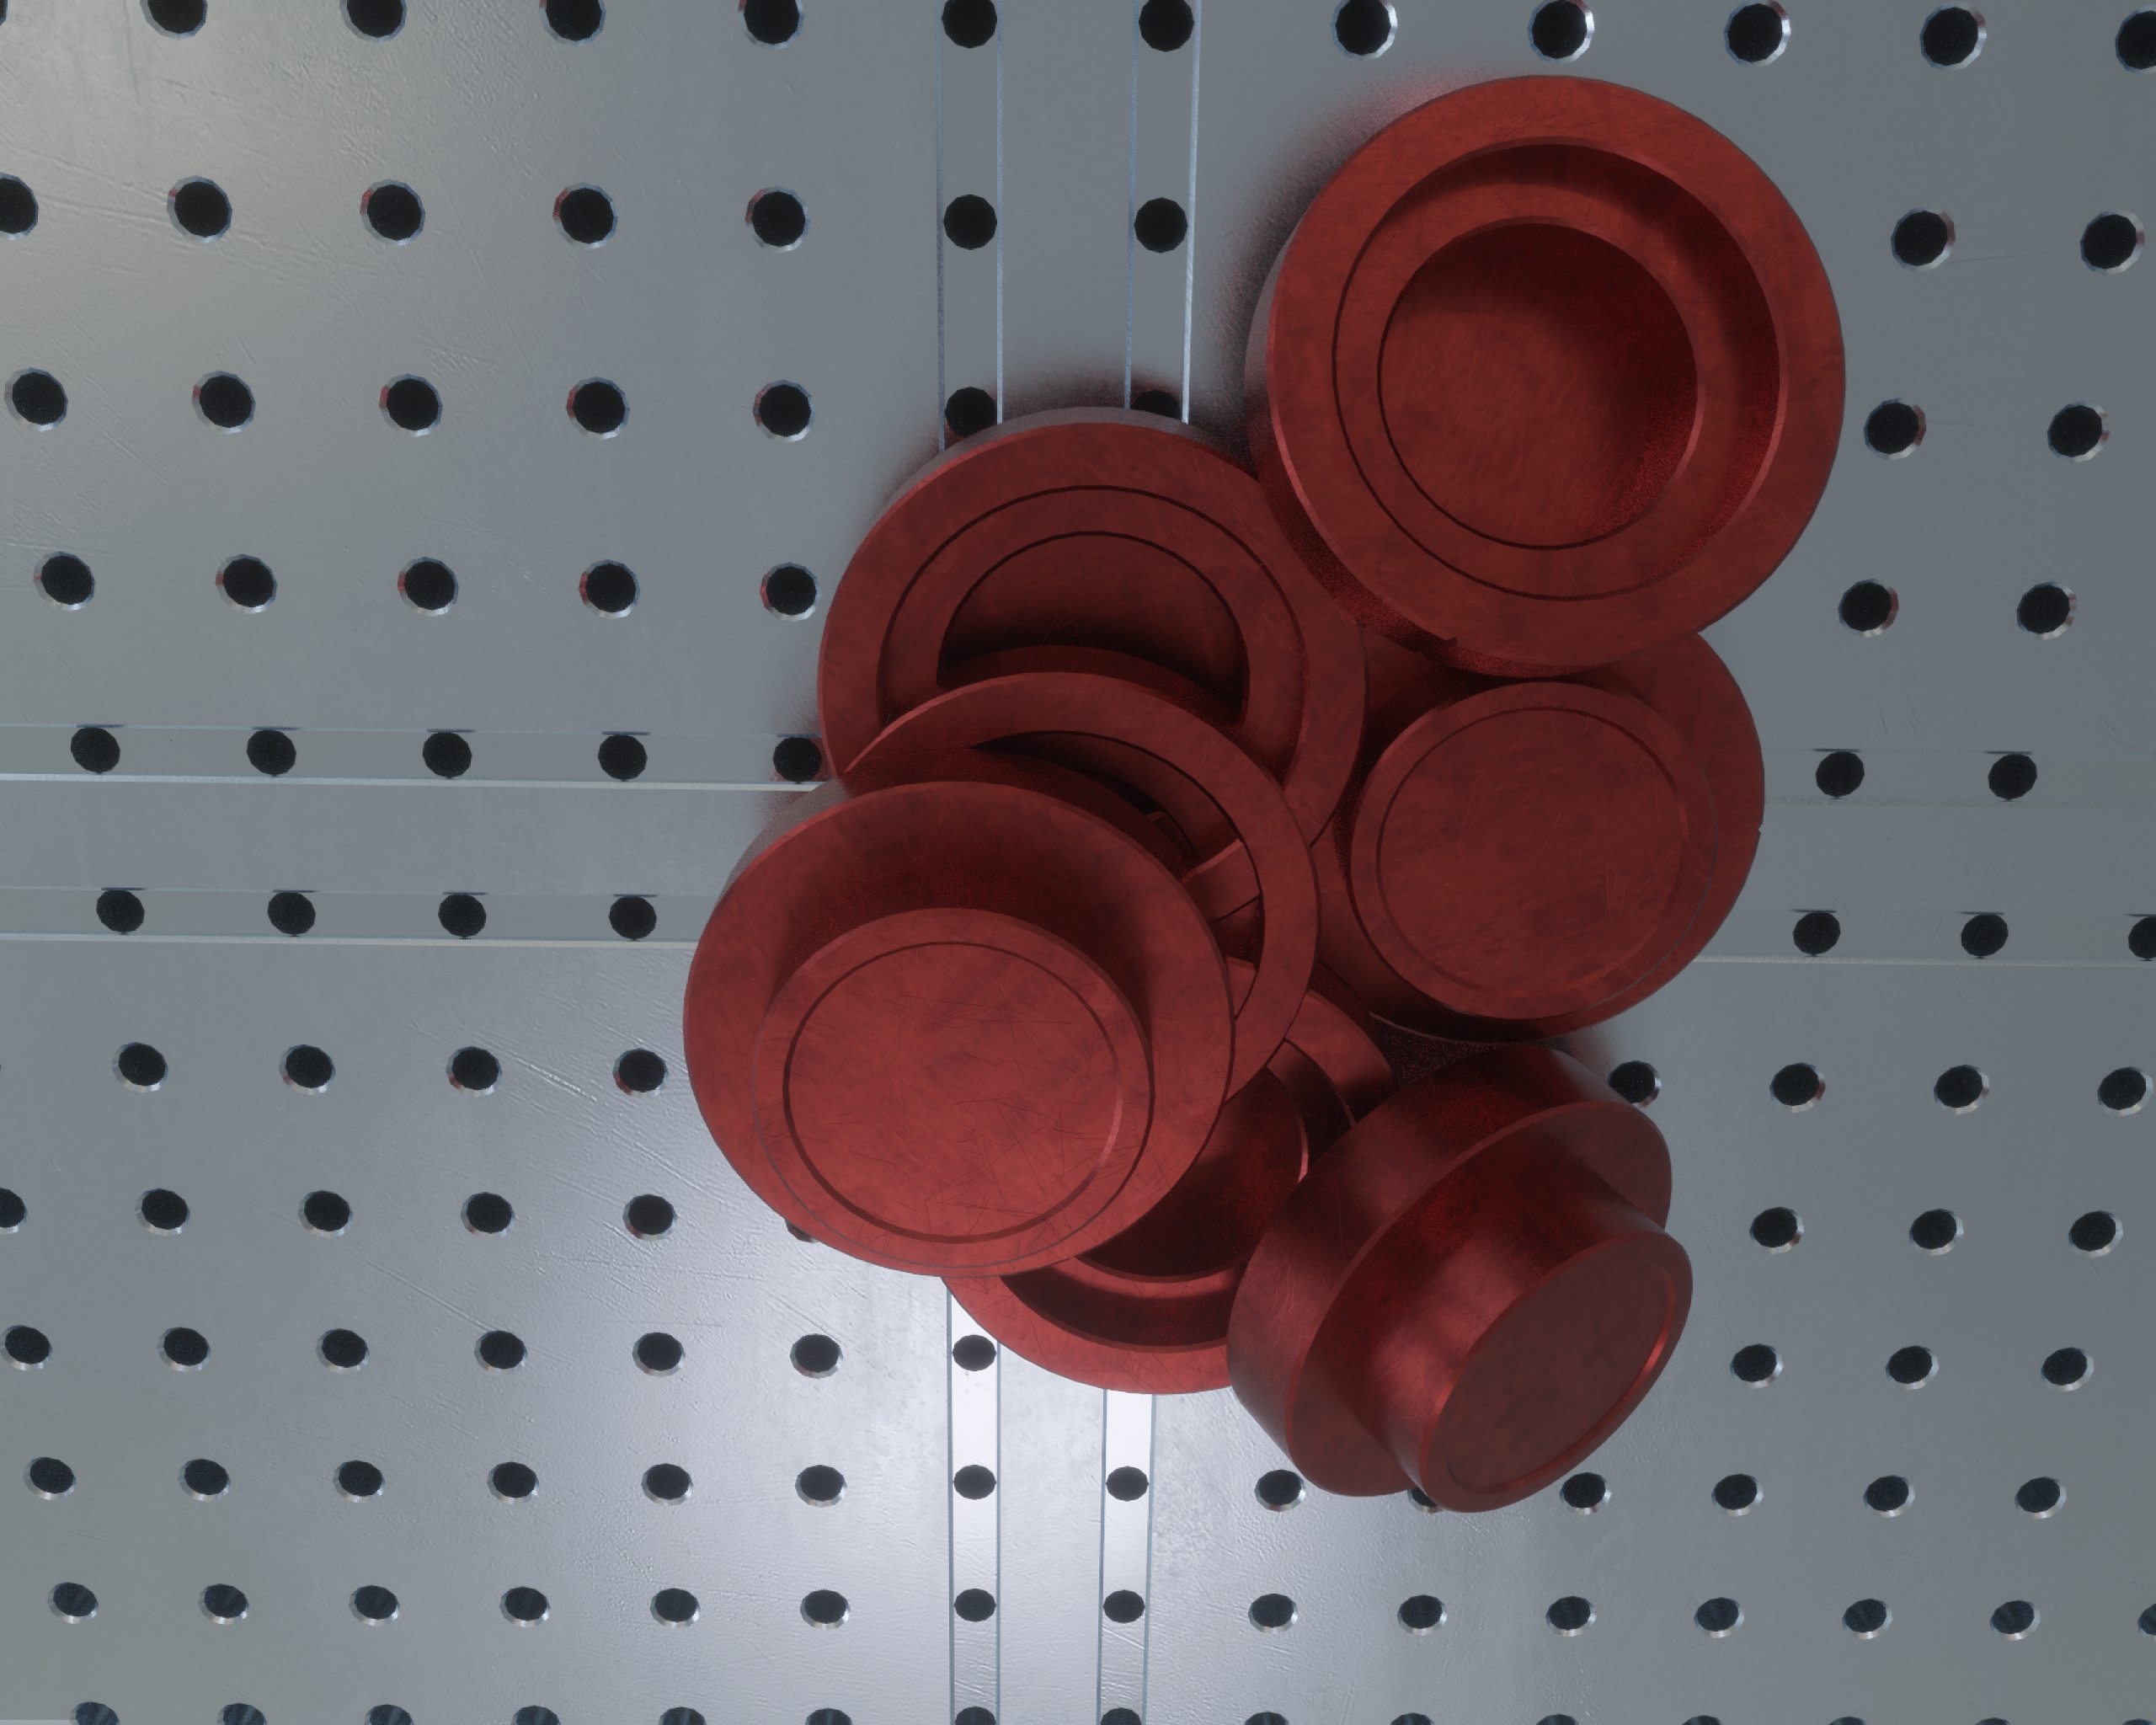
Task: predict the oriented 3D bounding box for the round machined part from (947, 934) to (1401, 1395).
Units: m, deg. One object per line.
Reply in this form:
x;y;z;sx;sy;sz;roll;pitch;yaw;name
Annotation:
0.017;0.055;0.425;0.099;0.042;0.097;0;110;0;round machined part

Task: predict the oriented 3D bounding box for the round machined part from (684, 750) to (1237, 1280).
-0.021;0.032;0.371;0.099;0.042;0.097;0;110;0;round machined part

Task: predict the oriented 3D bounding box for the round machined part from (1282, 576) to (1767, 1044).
0.083;-0.008;0.401;0.099;0.042;0.097;0;110;0;round machined part

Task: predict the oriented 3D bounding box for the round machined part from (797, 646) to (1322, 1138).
-0.004;0.005;0.406;0.099;0.042;0.097;0;110;0;round machined part

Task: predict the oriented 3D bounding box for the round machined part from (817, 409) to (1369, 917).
0.003;-0.036;0.391;0.099;0.042;0.097;0;110;0;round machined part

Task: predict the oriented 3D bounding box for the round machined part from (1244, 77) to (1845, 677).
0.077;-0.081;0.363;0.099;0.042;0.097;0;89;-7;round machined part

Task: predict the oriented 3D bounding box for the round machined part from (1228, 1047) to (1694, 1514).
0.081;0.088;0.411;0.099;0.042;0.097;-20;130;-26;round machined part
